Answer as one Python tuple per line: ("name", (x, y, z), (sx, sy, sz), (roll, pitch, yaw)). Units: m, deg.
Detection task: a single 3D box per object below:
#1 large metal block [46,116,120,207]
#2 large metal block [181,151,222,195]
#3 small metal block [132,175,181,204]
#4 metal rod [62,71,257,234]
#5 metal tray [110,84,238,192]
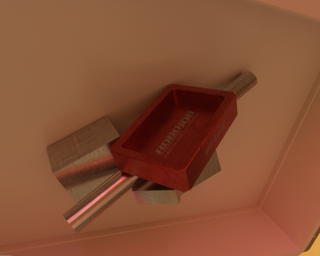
("large metal block", (-0.077, 0.046, 0.375), (0.080, 0.050, 0.080), (-30, 129, -10))
("large metal block", (0.032, 0.040, 0.435), (0.080, 0.050, 0.080), (-30, 129, -10))
("small metal block", (0.000, 0.062, 0.368), (0.050, 0.050, 0.025), (-5, 129, 17))
("metal rod", (0.017, 0.015, 0.379), (0.302, 0.025, 0.025), (-38, 131, -23))
("metal tray", (0.020, 0.002, 0.344), (0.131, 0.090, 0.030), (-50, 139, -36))
